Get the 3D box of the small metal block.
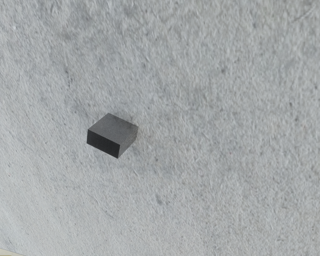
[{"bbox_3d":[-0.066,0.010,0.432,0.050,0.050,0.025,25,127,13],"label":"small metal block"}]
